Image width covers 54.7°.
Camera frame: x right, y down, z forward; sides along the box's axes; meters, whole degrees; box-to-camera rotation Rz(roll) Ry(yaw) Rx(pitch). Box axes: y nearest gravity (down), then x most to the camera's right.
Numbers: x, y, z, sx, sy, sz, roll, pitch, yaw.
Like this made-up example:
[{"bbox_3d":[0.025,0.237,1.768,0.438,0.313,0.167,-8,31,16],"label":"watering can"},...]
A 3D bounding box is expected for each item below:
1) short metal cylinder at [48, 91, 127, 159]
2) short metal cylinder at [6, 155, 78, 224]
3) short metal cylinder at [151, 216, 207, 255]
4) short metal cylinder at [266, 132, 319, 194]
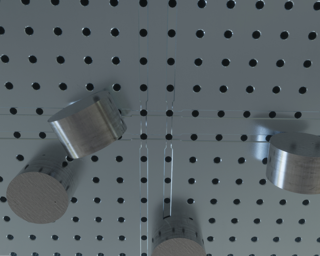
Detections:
[{"bbox_3d":[-0.088,-0.006,0.381,0.080,0.080,0.050,-22,109,8],"label":"short metal cylinder"},{"bbox_3d":[-0.161,0.084,0.430,0.081,0.050,0.079,0,110,0],"label":"short metal cylinder"},{"bbox_3d":[0.027,0.181,0.467,0.081,0.050,0.079,0,110,0],"label":"short metal cylinder"},{"bbox_3d":[0.182,0.043,0.401,0.081,0.080,0.050,-1,110,0],"label":"short metal cylinder"}]
